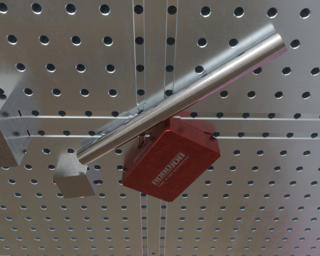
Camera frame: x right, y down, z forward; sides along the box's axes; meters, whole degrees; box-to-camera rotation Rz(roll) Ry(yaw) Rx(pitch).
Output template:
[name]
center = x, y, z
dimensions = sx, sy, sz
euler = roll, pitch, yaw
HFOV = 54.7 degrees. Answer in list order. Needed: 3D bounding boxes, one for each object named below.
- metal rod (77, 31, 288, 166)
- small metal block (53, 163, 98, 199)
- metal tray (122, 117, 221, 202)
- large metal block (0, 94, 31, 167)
[metal rod]
center = 0.011, -0.026, 0.390
dimensions = 0.300, 0.025, 0.025
euler = -29, 125, 22
[small metal block]
center = -0.129, 0.082, 0.479
dimensions = 0.050, 0.025, 0.050
euler = -7, 130, 5
[metal tray]
center = 0.013, 0.051, 0.452
dimensions = 0.090, 0.030, 0.129
euler = 25, 126, -20
[large metal block]
center = -0.226, 0.005, 0.396
dimensions = 0.081, 0.050, 0.079
euler = -2, 130, 1
